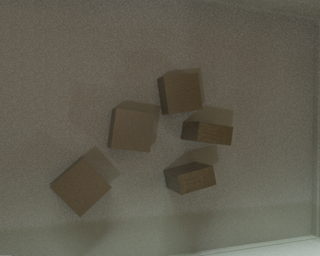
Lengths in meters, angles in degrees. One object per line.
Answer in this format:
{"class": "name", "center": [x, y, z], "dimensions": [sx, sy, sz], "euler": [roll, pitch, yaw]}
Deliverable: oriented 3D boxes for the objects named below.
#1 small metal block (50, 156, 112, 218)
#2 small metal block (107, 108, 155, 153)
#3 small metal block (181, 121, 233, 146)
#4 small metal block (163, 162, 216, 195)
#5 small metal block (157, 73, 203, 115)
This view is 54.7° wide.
{"class": "small metal block", "center": [-0.096, 0.070, 0.376], "dimensions": [0.050, 0.025, 0.050], "euler": [-43, 104, -15]}
{"class": "small metal block", "center": [-0.037, 0.003, 0.398], "dimensions": [0.050, 0.025, 0.050], "euler": [8, 87, -20]}
{"class": "small metal block", "center": [0.063, 0.007, 0.422], "dimensions": [0.050, 0.050, 0.025], "euler": [9, 87, -20]}
{"class": "small metal block", "center": [0.039, 0.066, 0.413], "dimensions": [0.050, 0.050, 0.025], "euler": [-12, 95, -20]}
{"class": "small metal block", "center": [0.027, -0.046, 0.422], "dimensions": [0.050, 0.025, 0.050], "euler": [-9, 93, -20]}
